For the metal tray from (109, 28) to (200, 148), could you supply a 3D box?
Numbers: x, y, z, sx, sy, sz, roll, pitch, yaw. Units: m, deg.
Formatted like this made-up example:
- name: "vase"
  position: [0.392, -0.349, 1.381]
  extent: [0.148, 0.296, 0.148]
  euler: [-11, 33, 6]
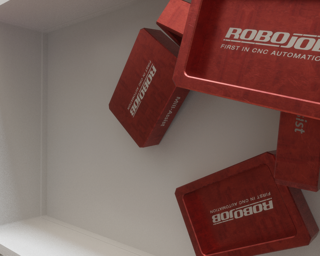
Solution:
- name: "metal tray"
  position: [-0.013, -0.050, 0.403]
  extent: [0.090, 0.030, 0.129]
  euler: [49, 127, 28]

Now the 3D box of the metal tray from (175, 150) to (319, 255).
- name: "metal tray"
  position: [0.085, 0.088, 0.333]
  extent: [0.130, 0.030, 0.090]
  euler: [-30, 71, 36]

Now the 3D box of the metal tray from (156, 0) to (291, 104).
- name: "metal tray"
  position: [0.067, -0.075, 0.305]
  extent: [0.130, 0.090, 0.030]
  euler: [38, 97, 33]

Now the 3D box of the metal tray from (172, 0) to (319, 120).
- name: "metal tray"
  position: [0.078, -0.060, 0.215]
  extent: [0.130, 0.030, 0.089]
  euler: [19, 99, 35]

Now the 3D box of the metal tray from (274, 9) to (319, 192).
- name: "metal tray"
  position: [0.129, -0.021, 0.256]
  extent: [0.030, 0.091, 0.129]
  euler: [7, 95, 36]
